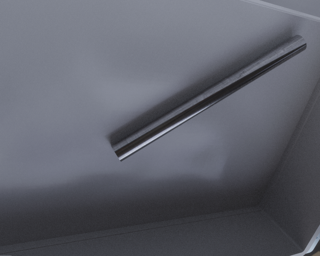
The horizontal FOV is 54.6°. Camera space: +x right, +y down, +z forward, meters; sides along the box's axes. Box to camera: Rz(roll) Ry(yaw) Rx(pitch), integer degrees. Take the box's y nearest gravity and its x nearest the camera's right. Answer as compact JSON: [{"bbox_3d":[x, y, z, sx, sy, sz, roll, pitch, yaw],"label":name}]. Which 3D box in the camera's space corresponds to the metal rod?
[{"bbox_3d":[0.071,-0.044,0.419,0.301,0.025,0.025,-31,129,-8],"label":"metal rod"}]
